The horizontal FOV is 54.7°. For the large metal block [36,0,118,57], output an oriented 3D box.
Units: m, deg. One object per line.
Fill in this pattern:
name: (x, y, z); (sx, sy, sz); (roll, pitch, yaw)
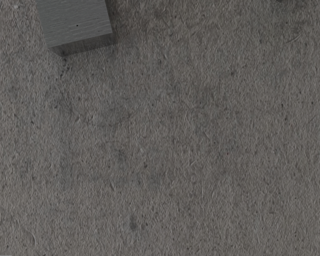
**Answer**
large metal block: (-0.105, -0.144, 0.396); (0.080, 0.050, 0.080); (-14, 90, 0)

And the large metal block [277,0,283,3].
large metal block: (0.164, -0.218, 0.383); (0.050, 0.080, 0.080); (32, 90, 0)
